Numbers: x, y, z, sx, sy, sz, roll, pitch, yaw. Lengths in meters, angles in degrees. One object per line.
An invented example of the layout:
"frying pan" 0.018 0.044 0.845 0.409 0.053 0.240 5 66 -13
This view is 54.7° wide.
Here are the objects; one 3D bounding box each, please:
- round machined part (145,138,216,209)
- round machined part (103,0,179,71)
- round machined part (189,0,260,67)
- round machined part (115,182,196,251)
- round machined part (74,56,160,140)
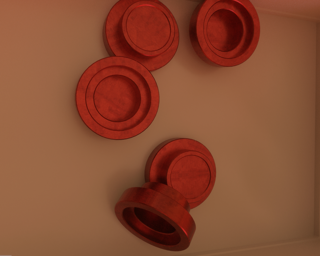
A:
"round machined part" 0.033 0.062 0.413 0.099 0.042 0.097 0 90 -20
"round machined part" -0.020 -0.121 0.394 0.099 0.042 0.097 0 90 -20
"round machined part" 0.084 -0.133 0.427 0.099 0.042 0.097 -3 99 -20
"round machined part" -0.002 0.103 0.377 0.098 0.098 0.042 45 49 -15
"round machined part" -0.054 -0.036 0.379 0.099 0.042 0.097 -1 94 -19
